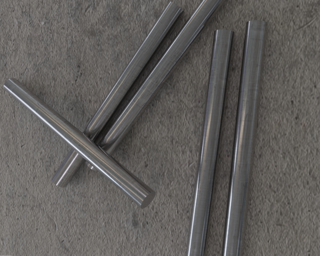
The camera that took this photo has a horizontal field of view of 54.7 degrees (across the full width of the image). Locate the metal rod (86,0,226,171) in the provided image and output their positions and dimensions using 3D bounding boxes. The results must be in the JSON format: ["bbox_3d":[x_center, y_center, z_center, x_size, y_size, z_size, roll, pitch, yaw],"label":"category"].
[{"bbox_3d":[-0.006,-0.062,0.411,0.025,0.025,0.299,41,103,15],"label":"metal rod"}]

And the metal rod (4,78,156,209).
[{"bbox_3d":[-0.125,0.008,0.427,0.300,0.025,0.025,34,101,26],"label":"metal rod"}]

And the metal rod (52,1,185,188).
[{"bbox_3d":[-0.064,-0.038,0.431,0.025,0.025,0.299,39,102,15],"label":"metal rod"}]

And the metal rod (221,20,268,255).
[{"bbox_3d":[0.100,0.024,0.373,0.025,0.025,0.298,6,92,20],"label":"metal rod"}]

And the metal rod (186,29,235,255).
[{"bbox_3d":[0.061,0.030,0.387,0.025,0.025,0.298,8,93,20],"label":"metal rod"}]
